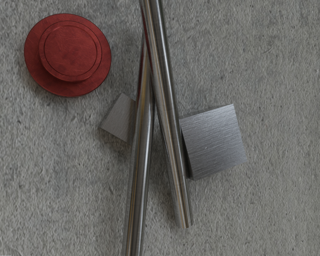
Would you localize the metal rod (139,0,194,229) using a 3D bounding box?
[{"bbox_3d":[0.011,-0.009,0.374,0.025,0.025,0.298,-17,111,-20],"label":"metal rod"}]

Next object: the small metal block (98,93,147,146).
[{"bbox_3d":[-0.043,-0.009,0.394,0.050,0.025,0.050,32,80,-18],"label":"small metal block"}]

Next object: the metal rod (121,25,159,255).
[{"bbox_3d":[-0.021,0.010,0.375,0.025,0.025,0.298,6,88,-20],"label":"metal rod"}]

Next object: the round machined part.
[{"bbox_3d":[-0.105,-0.085,0.361,0.099,0.042,0.097,0,90,-21],"label":"round machined part"}]

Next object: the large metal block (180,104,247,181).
[{"bbox_3d":[0.061,0.017,0.420,0.081,0.050,0.080,-17,96,-20],"label":"large metal block"}]
